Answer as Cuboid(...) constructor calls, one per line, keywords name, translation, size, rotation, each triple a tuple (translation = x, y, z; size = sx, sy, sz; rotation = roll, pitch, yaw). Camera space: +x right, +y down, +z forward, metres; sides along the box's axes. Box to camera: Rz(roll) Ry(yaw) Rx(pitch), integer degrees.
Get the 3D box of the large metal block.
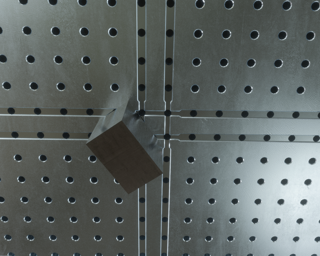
Cuboid(name="large metal block", translation=(-0.040, 0.022, 0.392), size=(0.050, 0.080, 0.080), rotation=(-33, 107, 11))
